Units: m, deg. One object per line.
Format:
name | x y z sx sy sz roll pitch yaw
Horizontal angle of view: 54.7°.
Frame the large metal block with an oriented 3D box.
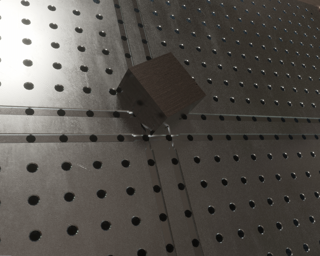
large metal block | 0.002 -0.048 0.424 0.081 0.050 0.080 -31 79 -38
